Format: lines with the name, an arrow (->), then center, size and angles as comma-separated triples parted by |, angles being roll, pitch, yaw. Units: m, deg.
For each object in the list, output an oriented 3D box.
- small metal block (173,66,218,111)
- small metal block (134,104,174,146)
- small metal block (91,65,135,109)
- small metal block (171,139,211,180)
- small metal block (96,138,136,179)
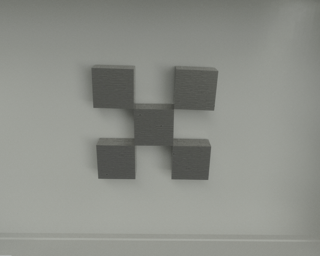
small metal block -> 0.044, -0.050, 0.390 | 0.050, 0.025, 0.050 | 2, 110, -1
small metal block -> -0.008, -0.005, 0.407 | 0.050, 0.025, 0.050 | 0, 110, -1
small metal block -> -0.057, -0.052, 0.389 | 0.050, 0.025, 0.050 | 1, 110, -1
small metal block -> 0.041, 0.043, 0.425 | 0.050, 0.025, 0.050 | 1, 110, -1
small metal block -> -0.058, 0.042, 0.424 | 0.050, 0.025, 0.050 | 1, 110, -1
